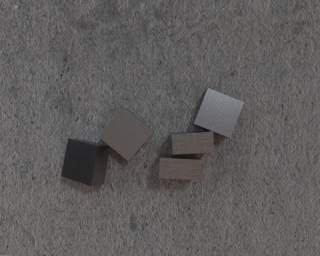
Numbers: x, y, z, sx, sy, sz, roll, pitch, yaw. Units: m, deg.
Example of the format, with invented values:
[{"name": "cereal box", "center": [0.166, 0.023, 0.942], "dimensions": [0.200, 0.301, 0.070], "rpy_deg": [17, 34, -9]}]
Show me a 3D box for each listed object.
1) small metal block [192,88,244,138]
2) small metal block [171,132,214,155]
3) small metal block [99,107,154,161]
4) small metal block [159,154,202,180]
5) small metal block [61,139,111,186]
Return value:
[{"name": "small metal block", "center": [0.075, -0.019, 0.409], "dimensions": [0.050, 0.025, 0.050], "rpy_deg": [22, 86, 0]}, {"name": "small metal block", "center": [0.040, 0.018, 0.398], "dimensions": [0.050, 0.050, 0.025], "rpy_deg": [-3, 91, 0]}, {"name": "small metal block", "center": [-0.043, 0.008, 0.410], "dimensions": [0.050, 0.025, 0.050], "rpy_deg": [40, 90, 0]}, {"name": "small metal block", "center": [0.024, 0.049, 0.398], "dimensions": [0.050, 0.050, 0.025], "rpy_deg": [3, 90, 0]}, {"name": "small metal block", "center": [-0.096, 0.043, 0.399], "dimensions": [0.050, 0.025, 0.050], "rpy_deg": [11, 90, 28]}]
